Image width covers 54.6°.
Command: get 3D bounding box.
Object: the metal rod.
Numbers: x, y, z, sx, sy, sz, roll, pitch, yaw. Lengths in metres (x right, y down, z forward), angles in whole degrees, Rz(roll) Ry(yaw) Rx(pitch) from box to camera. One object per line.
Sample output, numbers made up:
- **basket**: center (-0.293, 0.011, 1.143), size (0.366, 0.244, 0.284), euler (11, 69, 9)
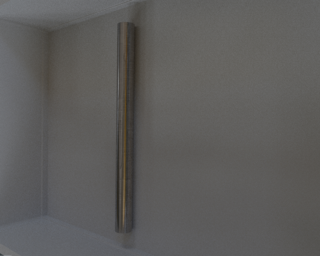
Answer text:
- **metal rod**: center (-0.051, 0.000, 0.450), size (0.025, 0.025, 0.298), euler (1, 91, 40)
